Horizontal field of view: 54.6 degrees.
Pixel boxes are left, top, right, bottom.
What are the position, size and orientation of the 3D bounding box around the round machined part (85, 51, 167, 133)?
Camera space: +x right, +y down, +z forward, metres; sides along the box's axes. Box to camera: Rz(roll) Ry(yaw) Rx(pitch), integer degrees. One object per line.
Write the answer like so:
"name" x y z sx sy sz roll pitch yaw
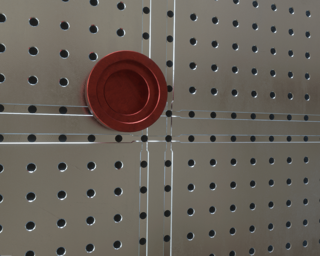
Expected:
"round machined part" -0.044 -0.044 0.387 0.099 0.042 0.097 0 90 -20
